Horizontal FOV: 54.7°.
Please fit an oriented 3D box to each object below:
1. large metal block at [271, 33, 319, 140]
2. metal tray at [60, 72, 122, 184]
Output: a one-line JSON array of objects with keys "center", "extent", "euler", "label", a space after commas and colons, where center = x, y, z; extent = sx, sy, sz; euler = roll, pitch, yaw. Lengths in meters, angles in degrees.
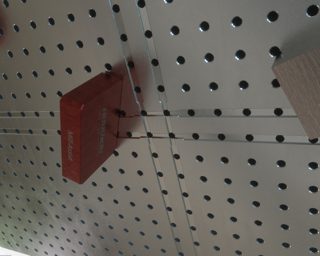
[{"center": [0.161, -0.046, 0.282], "extent": [0.080, 0.050, 0.080], "euler": [-24, 106, 36], "label": "large metal block"}, {"center": [-0.092, 0.001, 0.418], "extent": [0.030, 0.090, 0.129], "euler": [22, 127, 15], "label": "metal tray"}]
